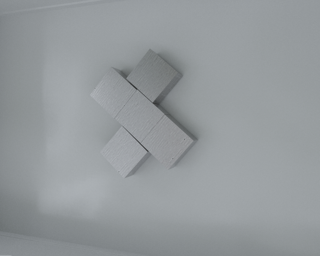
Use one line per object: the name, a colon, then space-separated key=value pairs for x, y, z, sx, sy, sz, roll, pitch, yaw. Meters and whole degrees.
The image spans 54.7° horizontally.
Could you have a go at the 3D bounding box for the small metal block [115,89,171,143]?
small metal block: x=-0.023 y=-0.015 z=0.416 sx=0.050 sy=0.025 sz=0.050 roll=43 pitch=103 yaw=15

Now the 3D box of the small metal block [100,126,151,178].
small metal block: x=-0.045 y=0.032 z=0.425 sx=0.050 sy=0.025 sz=0.050 roll=45 pitch=104 yaw=14

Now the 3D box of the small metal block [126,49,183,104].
small metal block: x=-0.007 y=-0.067 z=0.410 sx=0.050 sy=0.025 sz=0.050 roll=43 pitch=102 yaw=14

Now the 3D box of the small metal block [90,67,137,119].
small metal block: x=-0.060 y=-0.048 z=0.429 sx=0.050 sy=0.025 sz=0.050 roll=43 pitch=103 yaw=15

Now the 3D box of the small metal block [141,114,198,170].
small metal block: x=0.012 y=0.018 z=0.404 sx=0.050 sy=0.025 sz=0.050 roll=43 pitch=103 yaw=15
